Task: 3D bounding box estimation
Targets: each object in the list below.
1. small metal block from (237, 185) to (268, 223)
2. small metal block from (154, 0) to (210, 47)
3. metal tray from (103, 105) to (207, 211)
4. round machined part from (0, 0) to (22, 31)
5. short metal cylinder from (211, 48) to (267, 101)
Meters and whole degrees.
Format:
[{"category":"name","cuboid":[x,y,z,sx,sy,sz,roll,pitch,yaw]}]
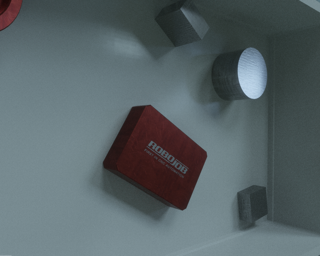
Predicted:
[{"category":"small metal block","cuboid":[0.165,0.133,0.548,0.050,0.025,0.050,-10,97,-40]},{"category":"small metal block","cuboid":[0.030,-0.141,0.417,0.050,0.050,0.025,46,62,-31]},{"category":"metal tray","cuboid":[0.000,0.041,0.406,0.130,0.030,0.090,39,66,-33]},{"category":"round machined part","cuboid":[-0.164,-0.122,0.244,0.099,0.042,0.097,-6,97,-61]},{"category":"short metal cylinder","cuboid":[0.129,-0.085,0.501,0.081,0.050,0.079,0,90,-40]}]
